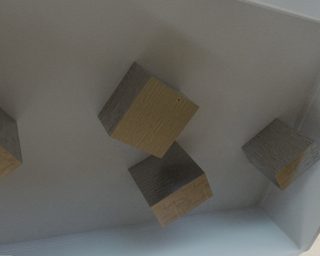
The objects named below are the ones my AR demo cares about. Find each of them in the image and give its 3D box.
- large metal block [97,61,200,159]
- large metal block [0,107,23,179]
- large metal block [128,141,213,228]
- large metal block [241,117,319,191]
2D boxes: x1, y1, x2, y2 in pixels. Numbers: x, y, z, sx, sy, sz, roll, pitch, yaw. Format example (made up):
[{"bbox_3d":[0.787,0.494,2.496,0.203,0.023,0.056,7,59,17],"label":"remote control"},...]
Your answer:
[{"bbox_3d":[-0.014,-0.020,0.374,0.080,0.050,0.080,27,103,-38],"label":"large metal block"},{"bbox_3d":[-0.182,0.020,0.287,0.080,0.080,0.050,-36,130,-4],"label":"large metal block"},{"bbox_3d":[0.013,0.075,0.429,0.080,0.080,0.050,-31,129,-9],"label":"large metal block"},{"bbox_3d":[0.197,0.041,0.509,0.080,0.080,0.050,-40,130,-1],"label":"large metal block"}]
